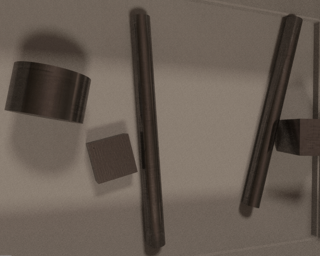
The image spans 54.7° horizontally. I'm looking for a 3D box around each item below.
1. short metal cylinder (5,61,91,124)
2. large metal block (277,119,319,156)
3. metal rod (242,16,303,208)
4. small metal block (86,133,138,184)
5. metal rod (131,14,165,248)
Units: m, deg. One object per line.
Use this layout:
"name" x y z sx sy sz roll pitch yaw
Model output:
"short metal cylinder" -0.120 -0.036 0.337 0.081 0.080 0.050 11 87 -20
"large metal block" 0.228 0.013 0.456 0.081 0.080 0.050 1 90 -1
"metal rod" 0.174 -0.028 0.476 0.025 0.025 0.299 17 84 -20
"small metal block" -0.061 0.037 0.389 0.050 0.025 0.050 -15 95 -20
"metal rod" -0.015 0.005 0.405 0.025 0.025 0.298 -4 92 -20
